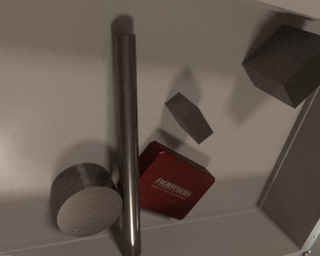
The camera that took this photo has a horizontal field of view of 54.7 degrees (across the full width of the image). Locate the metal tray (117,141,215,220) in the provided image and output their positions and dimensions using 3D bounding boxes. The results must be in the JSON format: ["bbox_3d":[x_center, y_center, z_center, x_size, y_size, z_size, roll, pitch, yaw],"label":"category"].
[{"bbox_3d":[0.013,0.083,0.466,0.131,0.030,0.090,31,101,-38],"label":"metal tray"}]

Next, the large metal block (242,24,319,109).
[{"bbox_3d":[0.174,-0.085,0.418,0.080,0.080,0.050,-44,130,2],"label":"large metal block"}]

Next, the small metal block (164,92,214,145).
[{"bbox_3d":[0.038,-0.013,0.407,0.025,0.050,0.050,-39,130,-2],"label":"small metal block"}]

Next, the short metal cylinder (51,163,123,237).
[{"bbox_3d":[-0.095,0.092,0.399,0.081,0.050,0.079,-14,124,-21],"label":"short metal cylinder"}]

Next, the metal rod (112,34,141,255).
[{"bbox_3d":[-0.039,0.039,0.384,0.025,0.025,0.298,-10,114,-24],"label":"metal rod"}]
